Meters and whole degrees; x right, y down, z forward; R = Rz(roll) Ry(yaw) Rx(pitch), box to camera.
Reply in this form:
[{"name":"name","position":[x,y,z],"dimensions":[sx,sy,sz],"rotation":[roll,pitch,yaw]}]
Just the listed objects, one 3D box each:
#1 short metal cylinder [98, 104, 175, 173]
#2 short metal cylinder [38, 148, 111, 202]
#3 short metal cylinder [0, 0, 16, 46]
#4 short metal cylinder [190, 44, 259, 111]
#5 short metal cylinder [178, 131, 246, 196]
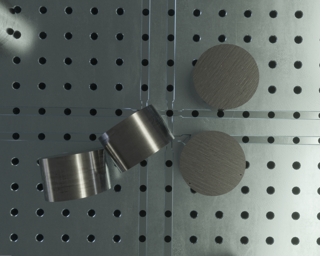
[{"name":"short metal cylinder","position":[-0.029,0.013,0.386],"dimensions":[0.080,0.080,0.050],"rotation":[-33,90,0]},{"name":"short metal cylinder","position":[-0.104,0.056,0.385],"dimensions":[0.080,0.080,0.050],"rotation":[-9,90,0]},{"name":"short metal cylinder","position":[-0.237,-0.147,0.399],"dimensions":[0.081,0.050,0.079],"rotation":[0,90,0]},{"name":"short metal cylinder","position":[0.081,-0.063,0.401],"dimensions":[0.081,0.050,0.079],"rotation":[0,90,0]},{"name":"short metal cylinder","position":[0.064,0.043,0.401],"dimensions":[0.081,0.050,0.080],"rotation":[0,90,0]}]
